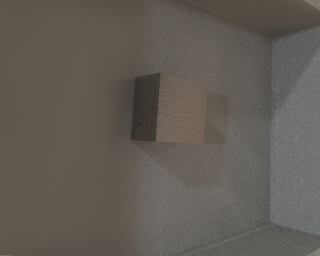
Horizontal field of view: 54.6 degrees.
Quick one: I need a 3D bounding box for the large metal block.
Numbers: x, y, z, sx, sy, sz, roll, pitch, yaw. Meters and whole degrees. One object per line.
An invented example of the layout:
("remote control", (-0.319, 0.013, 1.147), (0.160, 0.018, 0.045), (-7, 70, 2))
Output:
("large metal block", (0.013, -0.021, 0.400), (0.081, 0.050, 0.080), (6, 86, -40))
